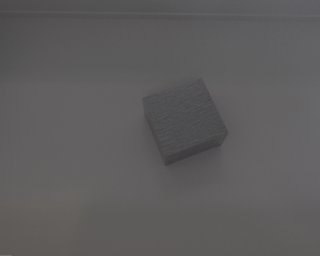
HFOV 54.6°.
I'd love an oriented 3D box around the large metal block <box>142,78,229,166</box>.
[{"bbox_3d":[0.030,-0.007,0.399,0.080,0.050,0.080,-20,71,-7],"label":"large metal block"}]
